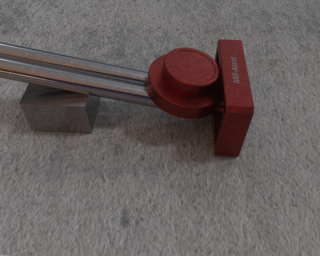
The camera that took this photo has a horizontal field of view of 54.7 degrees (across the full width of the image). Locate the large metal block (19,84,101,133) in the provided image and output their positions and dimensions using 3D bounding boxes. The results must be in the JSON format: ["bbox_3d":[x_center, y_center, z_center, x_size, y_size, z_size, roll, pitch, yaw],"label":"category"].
[{"bbox_3d":[-0.128,-0.042,0.417,0.080,0.050,0.080,3,50,2],"label":"large metal block"}]

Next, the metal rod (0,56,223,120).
[{"bbox_3d":[-0.066,-0.050,0.387,0.302,0.025,0.025,10,50,-8],"label":"metal rod"}]

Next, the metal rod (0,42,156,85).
[{"bbox_3d":[-0.064,-0.070,0.404,0.302,0.025,0.025,10,50,-9],"label":"metal rod"}]

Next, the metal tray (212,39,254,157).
[{"bbox_3d":[0.087,-0.040,0.396,0.030,0.089,0.130,3,50,2],"label":"metal tray"}]

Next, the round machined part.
[{"bbox_3d":[0.035,-0.062,0.383,0.099,0.042,0.098,7,52,-9],"label":"round machined part"}]
